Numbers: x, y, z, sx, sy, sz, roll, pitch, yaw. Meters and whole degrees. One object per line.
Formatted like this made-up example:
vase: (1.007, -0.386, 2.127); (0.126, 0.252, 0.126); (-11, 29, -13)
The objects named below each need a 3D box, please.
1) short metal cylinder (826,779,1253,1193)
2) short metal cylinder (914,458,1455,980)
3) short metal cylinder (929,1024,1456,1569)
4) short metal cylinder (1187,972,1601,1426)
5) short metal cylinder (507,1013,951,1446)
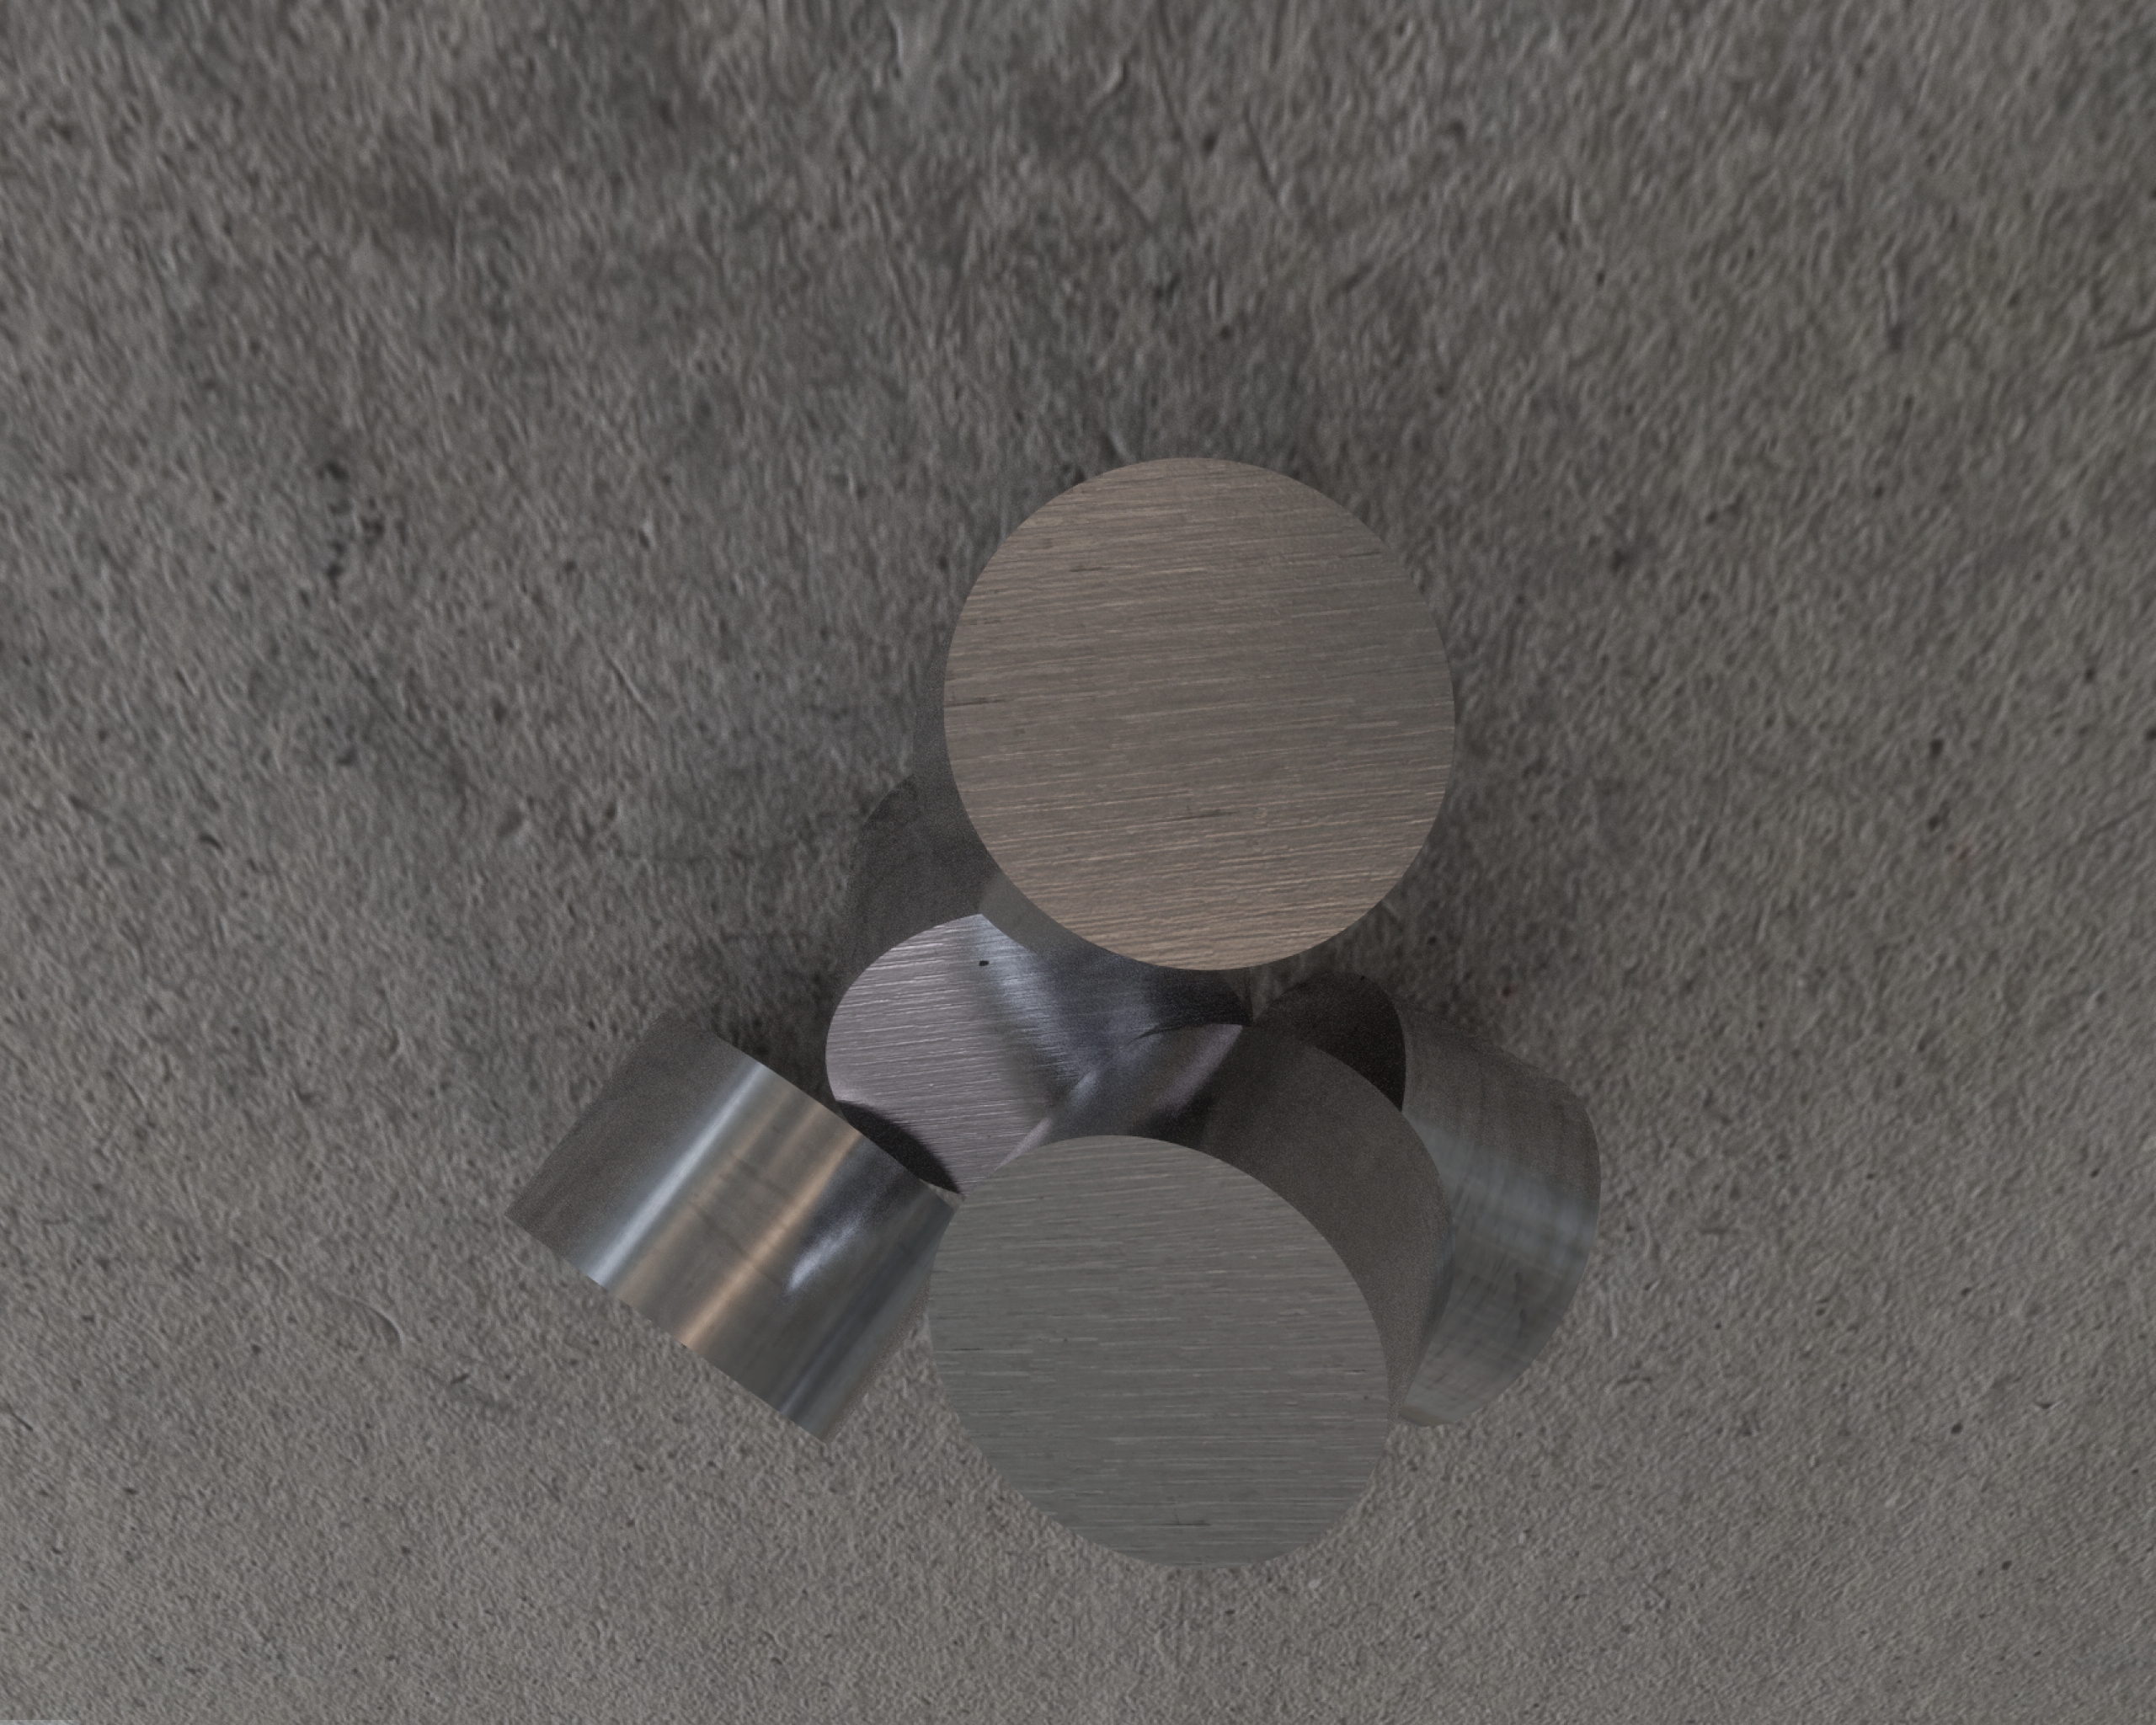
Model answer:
short metal cylinder: (-0.007, 0.022, 0.409); (0.081, 0.050, 0.079); (0, 130, 0)
short metal cylinder: (0.015, -0.021, 0.345); (0.081, 0.080, 0.050); (10, 173, -9)
short metal cylinder: (0.021, 0.075, 0.366); (0.080, 0.050, 0.079); (7, 109, 20)
short metal cylinder: (0.060, 0.069, 0.430); (0.050, 0.080, 0.080); (28, 125, -22)
short metal cylinder: (-0.068, 0.075, 0.426); (0.080, 0.050, 0.080); (32, 163, 11)
